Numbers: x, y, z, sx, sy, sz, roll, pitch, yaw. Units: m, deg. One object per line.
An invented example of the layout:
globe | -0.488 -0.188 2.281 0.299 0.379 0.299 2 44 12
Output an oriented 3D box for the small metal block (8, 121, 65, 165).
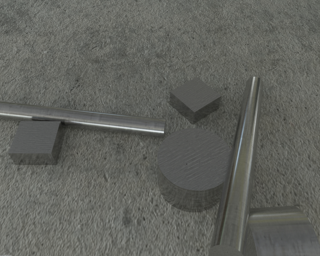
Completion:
small metal block | -0.152 0.018 0.386 0.050 0.025 0.050 0 50 0

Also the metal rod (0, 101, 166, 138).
metal rod | -0.143 -0.016 0.415 0.302 0.025 0.025 6 50 5

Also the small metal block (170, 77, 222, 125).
small metal block | 0.049 -0.039 0.437 0.050 0.025 0.050 -31 57 -24

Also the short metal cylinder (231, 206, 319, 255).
short metal cylinder | 0.099 0.111 0.275 0.050 0.080 0.080 -3 50 -2

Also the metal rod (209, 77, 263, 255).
metal rod | 0.094 0.013 0.340 0.025 0.025 0.301 15 35 12

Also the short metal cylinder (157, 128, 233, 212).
short metal cylinder | 0.037 0.047 0.348 0.081 0.050 0.080 0 50 0
